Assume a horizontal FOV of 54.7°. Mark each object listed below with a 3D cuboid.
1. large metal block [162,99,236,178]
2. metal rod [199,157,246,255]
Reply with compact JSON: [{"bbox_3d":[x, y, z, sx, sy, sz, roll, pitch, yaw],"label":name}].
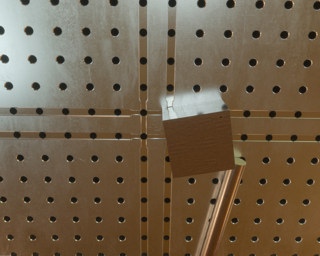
[{"bbox_3d":[0.050,0.013,0.405,0.080,0.050,0.079,-9,110,3],"label":"large metal block"},{"bbox_3d":[0.079,0.183,0.481,0.025,0.025,0.298,10,110,-4],"label":"metal rod"}]
